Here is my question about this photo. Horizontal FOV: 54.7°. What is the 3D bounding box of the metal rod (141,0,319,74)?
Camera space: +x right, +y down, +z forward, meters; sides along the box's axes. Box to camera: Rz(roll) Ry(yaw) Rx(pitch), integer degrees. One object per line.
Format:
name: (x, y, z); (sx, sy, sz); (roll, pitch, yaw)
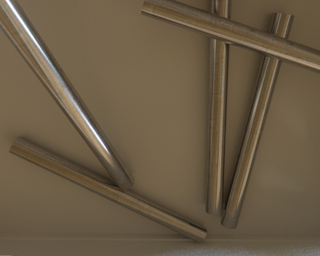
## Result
metal rod: (0.127, -0.092, 0.350); (0.302, 0.025, 0.025); (16, 109, -7)

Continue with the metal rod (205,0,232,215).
metal rod: (0.075, -0.019, 0.404); (0.025, 0.025, 0.298); (-2, 110, 0)

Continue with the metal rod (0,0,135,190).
metal rod: (-0.095, -0.023, 0.341); (0.025, 0.025, 0.299); (-19, 132, 7)

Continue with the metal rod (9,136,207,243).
metal rod: (-0.066, 0.093, 0.444); (0.301, 0.025, 0.025); (28, 108, -10)

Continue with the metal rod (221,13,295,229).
metal rod: (0.124, 0.005, 0.414); (0.025, 0.025, 0.298); (7, 110, -3)
